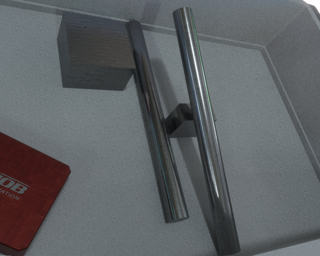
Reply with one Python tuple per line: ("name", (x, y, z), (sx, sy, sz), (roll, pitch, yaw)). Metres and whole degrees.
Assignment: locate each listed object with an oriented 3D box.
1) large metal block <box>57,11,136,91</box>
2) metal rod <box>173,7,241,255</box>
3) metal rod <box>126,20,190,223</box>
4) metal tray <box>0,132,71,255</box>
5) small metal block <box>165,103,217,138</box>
("large metal block", (-0.085, -0.097, 0.404), (0.081, 0.050, 0.080), (0, 62, -29))
("metal rod", (0.055, -0.001, 0.378), (0.025, 0.025, 0.298), (-7, 84, -32))
("metal rod", (-0.010, -0.026, 0.417), (0.025, 0.025, 0.299), (1, 61, -28))
("metal tray", (-0.162, 0.048, 0.281), (0.131, 0.030, 0.090), (29, 47, -10))
("small metal block", (0.039, -0.009, 0.418), (0.050, 0.050, 0.025), (-1, 63, -29))
